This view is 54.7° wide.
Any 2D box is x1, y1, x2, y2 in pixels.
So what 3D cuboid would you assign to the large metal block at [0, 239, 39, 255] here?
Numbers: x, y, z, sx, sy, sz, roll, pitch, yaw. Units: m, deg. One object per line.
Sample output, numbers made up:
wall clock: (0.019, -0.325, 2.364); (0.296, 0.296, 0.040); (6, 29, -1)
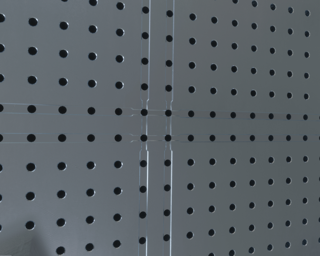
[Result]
large metal block: (-0.166, 0.185, 0.338); (0.081, 0.050, 0.080); (-23, 98, -19)
